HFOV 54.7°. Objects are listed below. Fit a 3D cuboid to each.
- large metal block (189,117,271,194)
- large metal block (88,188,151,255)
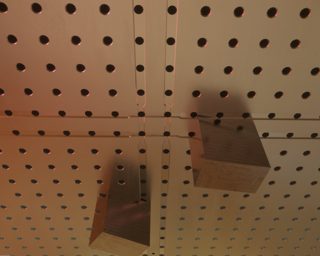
[{"bbox_3d":[0.087,0.034,0.406,0.081,0.080,0.050,8,130,-7],"label":"large metal block"},{"bbox_3d":[-0.063,0.158,0.509,0.080,0.080,0.050,26,125,-21],"label":"large metal block"}]
